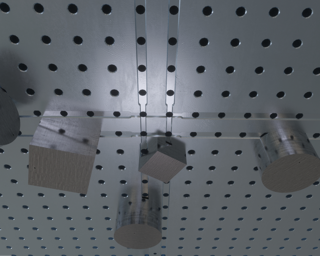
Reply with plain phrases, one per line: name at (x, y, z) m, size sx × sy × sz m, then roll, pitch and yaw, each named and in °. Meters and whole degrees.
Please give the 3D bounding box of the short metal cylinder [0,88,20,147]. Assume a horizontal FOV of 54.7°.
short metal cylinder at (-0.216, -0.010, 0.365) m, size 0.050 × 0.080 × 0.080 m, roll -20°, pitch 128°, yaw 16°

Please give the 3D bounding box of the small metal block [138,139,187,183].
small metal block at (0.003, 0.049, 0.454) m, size 0.050 × 0.025 × 0.050 m, roll 27°, pitch 125°, yaw -22°

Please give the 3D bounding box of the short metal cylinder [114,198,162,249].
short metal cylinder at (-0.037, 0.166, 0.537) m, size 0.081 × 0.050 × 0.079 m, roll 0°, pitch 130°, yaw 0°

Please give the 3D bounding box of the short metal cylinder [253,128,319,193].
short metal cylinder at (0.178, 0.046, 0.437) m, size 0.081 × 0.050 × 0.079 m, roll 0°, pitch 130°, yaw 0°

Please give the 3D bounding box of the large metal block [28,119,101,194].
large metal block at (-0.132, 0.041, 0.429) m, size 0.081 × 0.050 × 0.079 m, roll 12°, pitch 129°, yaw -11°
